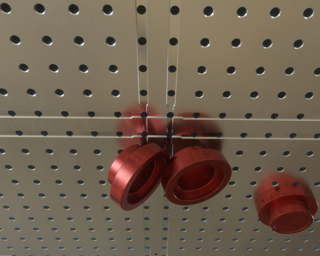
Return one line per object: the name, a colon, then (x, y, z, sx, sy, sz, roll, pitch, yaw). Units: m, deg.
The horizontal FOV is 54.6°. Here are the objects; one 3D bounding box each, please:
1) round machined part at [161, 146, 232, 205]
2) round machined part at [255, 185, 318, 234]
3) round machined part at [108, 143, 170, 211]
round machined part: (0.048, 0.064, 0.444, 0.099, 0.042, 0.097, -12, 133, -12)
round machined part: (0.216, 0.143, 0.523, 0.099, 0.042, 0.097, 0, 130, 0)
round machined part: (-0.033, 0.062, 0.429, 0.042, 0.099, 0.097, 33, 135, 25)
